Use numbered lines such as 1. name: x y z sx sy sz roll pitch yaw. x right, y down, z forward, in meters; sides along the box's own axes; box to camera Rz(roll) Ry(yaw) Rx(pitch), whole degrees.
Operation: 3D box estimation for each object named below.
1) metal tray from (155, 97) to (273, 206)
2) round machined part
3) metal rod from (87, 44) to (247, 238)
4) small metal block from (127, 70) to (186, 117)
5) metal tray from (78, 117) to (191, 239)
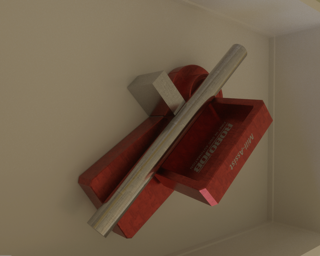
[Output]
1. metal tray: 0.060 0.020 0.366 0.130 0.090 0.030 -50 123 -21
2. round machined part: 0.052 -0.041 0.439 0.099 0.042 0.097 0 90 -40
3. metal rod: 0.023 -0.002 0.375 0.301 0.025 0.025 -50 120 -24
4. small metal block: -0.005 -0.041 0.386 0.025 0.050 0.050 -52 121 -27
5. metal tray: -0.024 0.057 0.384 0.131 0.030 0.090 -42 116 -32
